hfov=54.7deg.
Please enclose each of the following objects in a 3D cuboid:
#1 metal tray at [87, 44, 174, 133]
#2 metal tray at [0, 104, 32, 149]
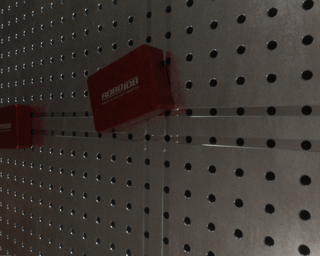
[{"bbox_3d":[-0.047,-0.051,0.443,0.130,0.030,0.090,-19,78,38],"label":"metal tray"},{"bbox_3d":[-0.326,0.000,0.670,0.130,0.030,0.089,-4,88,39],"label":"metal tray"}]
